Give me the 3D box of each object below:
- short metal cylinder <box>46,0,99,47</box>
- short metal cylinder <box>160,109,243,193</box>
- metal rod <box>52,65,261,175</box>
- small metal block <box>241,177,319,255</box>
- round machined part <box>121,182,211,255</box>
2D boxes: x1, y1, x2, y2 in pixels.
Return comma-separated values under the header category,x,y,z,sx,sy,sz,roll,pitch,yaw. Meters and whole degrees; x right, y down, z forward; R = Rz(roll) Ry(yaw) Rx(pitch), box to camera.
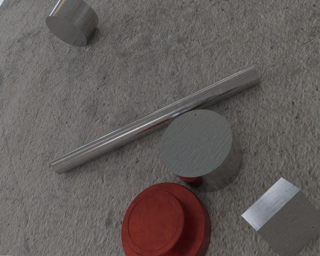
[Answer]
category,x,y,z,sx,sy,sz,roll,pitch,yaw
short metal cylinder,-0.162,-0.197,0.575,0.080,0.080,0.050,10,67,32
short metal cylinder,0.047,0.026,0.347,0.080,0.050,0.080,-13,56,21
metal rod,-0.014,-0.006,0.414,0.301,0.025,0.025,-25,53,12
small metal block,0.111,0.082,0.276,0.050,0.050,0.025,-43,22,-2
round machined part,0.001,0.104,0.329,0.098,0.042,0.098,-13,56,21
